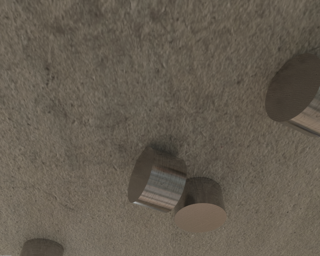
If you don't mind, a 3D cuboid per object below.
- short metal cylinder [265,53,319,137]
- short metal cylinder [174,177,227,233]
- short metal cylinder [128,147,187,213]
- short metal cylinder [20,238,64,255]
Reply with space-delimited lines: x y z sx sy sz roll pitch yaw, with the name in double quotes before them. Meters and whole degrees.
"short metal cylinder" 0.165 -0.035 0.344 0.050 0.080 0.080 21 127 -18
"short metal cylinder" 0.062 0.124 0.498 0.081 0.050 0.079 0 130 0
"short metal cylinder" -0.005 0.072 0.433 0.050 0.080 0.080 22 127 -18
"short metal cylinder" -0.236 0.262 0.610 0.081 0.050 0.079 0 130 0
